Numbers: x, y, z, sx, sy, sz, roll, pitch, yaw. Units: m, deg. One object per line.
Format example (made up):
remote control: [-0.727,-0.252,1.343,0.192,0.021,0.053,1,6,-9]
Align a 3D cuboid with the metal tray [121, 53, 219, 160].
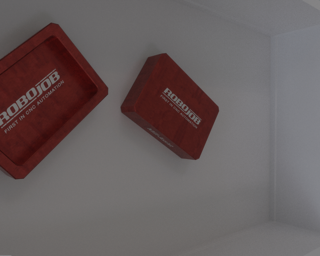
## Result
metal tray: [0.020,-0.025,0.419,0.130,0.030,0.090,39,66,-33]

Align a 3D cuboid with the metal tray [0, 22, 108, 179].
metal tray: [-0.123,-0.028,0.299,0.130,0.030,0.090,-51,120,-28]
